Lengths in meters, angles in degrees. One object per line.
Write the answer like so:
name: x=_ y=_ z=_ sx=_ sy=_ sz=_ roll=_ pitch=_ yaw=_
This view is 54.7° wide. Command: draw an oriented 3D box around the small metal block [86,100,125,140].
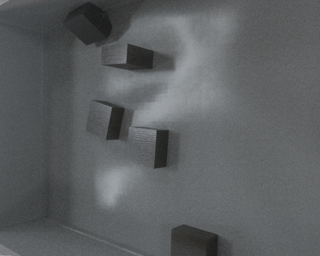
small metal block: x=-0.085 y=-0.013 z=0.477 sx=0.050 sy=0.025 sz=0.050 roll=20 pitch=103 yaw=38

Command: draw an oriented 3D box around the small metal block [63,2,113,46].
small metal block: x=-0.112 y=-0.159 z=0.479 sx=0.050 sy=0.050 sz=0.025 roll=-5 pitch=56 yaw=40

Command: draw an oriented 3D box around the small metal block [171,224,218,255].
small metal block: x=0.041 y=0.150 z=0.373 sx=0.050 sy=0.025 sz=0.050 roll=3 pitch=92 yaw=40

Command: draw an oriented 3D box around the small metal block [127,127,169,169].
small metal block: x=-0.017 y=0.025 z=0.421 sx=0.050 sy=0.025 sz=0.050 roll=7 pitch=94 yaw=39

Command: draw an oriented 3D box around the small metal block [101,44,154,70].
small metal block: x=-0.045 y=-0.097 z=0.428 sx=0.050 sy=0.050 sz=0.025 roll=7 pitch=95 yaw=40
